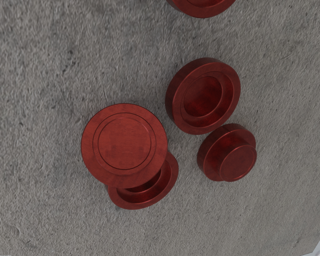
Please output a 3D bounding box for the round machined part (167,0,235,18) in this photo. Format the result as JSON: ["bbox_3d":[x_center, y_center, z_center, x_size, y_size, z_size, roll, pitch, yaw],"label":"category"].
[{"bbox_3d":[0.040,-0.166,0.314,0.099,0.042,0.097,-14,124,-21],"label":"round machined part"}]

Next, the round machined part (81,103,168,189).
[{"bbox_3d":[-0.040,0.019,0.351,0.099,0.042,0.097,1,82,-6],"label":"round machined part"}]

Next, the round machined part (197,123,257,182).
[{"bbox_3d":[0.111,0.045,0.484,0.099,0.042,0.097,-14,124,-21],"label":"round machined part"}]

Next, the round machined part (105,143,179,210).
[{"bbox_3d":[-0.028,0.059,0.417,0.099,0.042,0.097,-14,124,-21],"label":"round machined part"}]

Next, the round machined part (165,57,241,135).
[{"bbox_3d":[0.050,-0.043,0.396,0.099,0.042,0.097,-14,124,-21],"label":"round machined part"}]
